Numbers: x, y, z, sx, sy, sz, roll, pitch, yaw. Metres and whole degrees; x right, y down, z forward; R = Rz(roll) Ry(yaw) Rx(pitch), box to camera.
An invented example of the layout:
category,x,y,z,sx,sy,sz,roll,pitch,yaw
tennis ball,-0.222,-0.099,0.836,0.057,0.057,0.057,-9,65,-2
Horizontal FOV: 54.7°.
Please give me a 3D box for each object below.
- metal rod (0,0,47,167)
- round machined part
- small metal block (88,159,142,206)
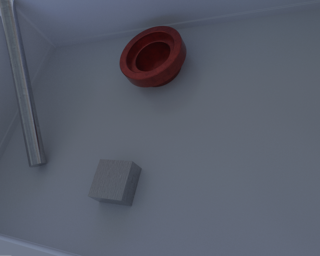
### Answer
category,x,y,z,sx,sy,sz,roll,pitch,yaw
metal rod,-0.224,-0.085,0.497,0.025,0.025,0.299,-19,78,17
round machined part,-0.007,-0.100,0.458,0.098,0.042,0.098,-13,56,20
small metal block,-0.057,0.068,0.392,0.050,0.025,0.050,0,62,28
